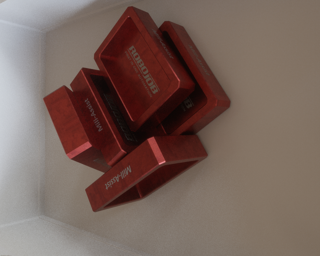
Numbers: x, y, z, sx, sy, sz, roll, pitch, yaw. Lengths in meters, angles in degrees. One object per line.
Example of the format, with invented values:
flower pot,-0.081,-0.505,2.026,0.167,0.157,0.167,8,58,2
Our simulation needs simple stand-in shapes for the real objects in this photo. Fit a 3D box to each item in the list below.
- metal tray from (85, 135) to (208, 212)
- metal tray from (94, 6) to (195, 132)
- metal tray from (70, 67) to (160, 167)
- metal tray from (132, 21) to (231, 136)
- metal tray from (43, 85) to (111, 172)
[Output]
metal tray,-0.017,0.055,0.375,0.130,0.091,0.030,-39,66,32
metal tray,-0.025,-0.071,0.380,0.090,0.030,0.130,-44,63,31
metal tray,-0.050,-0.016,0.400,0.030,0.091,0.130,-44,64,31
metal tray,0.017,-0.055,0.387,0.090,0.030,0.130,-42,64,33
metal tray,-0.093,0.009,0.412,0.030,0.130,0.090,-31,67,3
